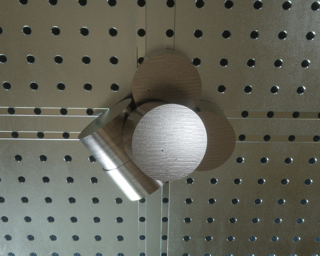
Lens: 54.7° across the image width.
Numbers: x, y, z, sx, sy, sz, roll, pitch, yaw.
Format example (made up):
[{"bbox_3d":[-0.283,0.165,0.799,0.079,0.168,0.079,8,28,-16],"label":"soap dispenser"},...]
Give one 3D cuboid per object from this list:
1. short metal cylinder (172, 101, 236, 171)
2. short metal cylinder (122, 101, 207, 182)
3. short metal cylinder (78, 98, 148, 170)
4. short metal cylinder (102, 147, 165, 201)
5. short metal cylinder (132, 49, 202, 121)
[{"bbox_3d":[0.053,0.009,0.403,0.081,0.050,0.079,0,110,-1],"label":"short metal cylinder"},{"bbox_3d":[0.003,0.012,0.336,0.081,0.050,0.079,-3,98,-18],"label":"short metal cylinder"},{"bbox_3d":[-0.053,0.007,0.386,0.080,0.080,0.050,-32,107,11],"label":"short metal cylinder"},{"bbox_3d":[-0.027,0.047,0.401,0.080,0.080,0.050,-32,107,11],"label":"short metal cylinder"},{"bbox_3d":[0.008,-0.054,0.379,0.081,0.050,0.079,0,110,-1],"label":"short metal cylinder"}]
